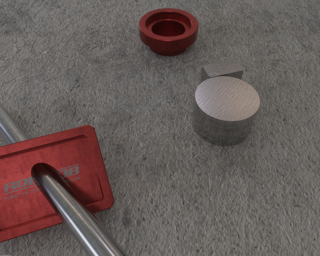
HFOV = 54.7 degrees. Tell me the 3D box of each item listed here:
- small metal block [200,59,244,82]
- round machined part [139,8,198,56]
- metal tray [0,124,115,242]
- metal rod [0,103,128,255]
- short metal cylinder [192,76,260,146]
[{"bbox_3d":[0.086,-0.066,0.443,0.050,0.050,0.025,-14,52,-11],"label":"small metal block"},{"bbox_3d":[0.014,-0.159,0.526,0.099,0.042,0.098,0,50,0],"label":"round machined part"},{"bbox_3d":[-0.122,0.056,0.322,0.131,0.030,0.090,-15,86,-13],"label":"metal tray"},{"bbox_3d":[-0.129,0.046,0.335,0.025,0.025,0.300,-34,49,-25],"label":"metal rod"},{"bbox_3d":[0.084,-0.023,0.407,0.081,0.050,0.080,0,50,0],"label":"short metal cylinder"}]
